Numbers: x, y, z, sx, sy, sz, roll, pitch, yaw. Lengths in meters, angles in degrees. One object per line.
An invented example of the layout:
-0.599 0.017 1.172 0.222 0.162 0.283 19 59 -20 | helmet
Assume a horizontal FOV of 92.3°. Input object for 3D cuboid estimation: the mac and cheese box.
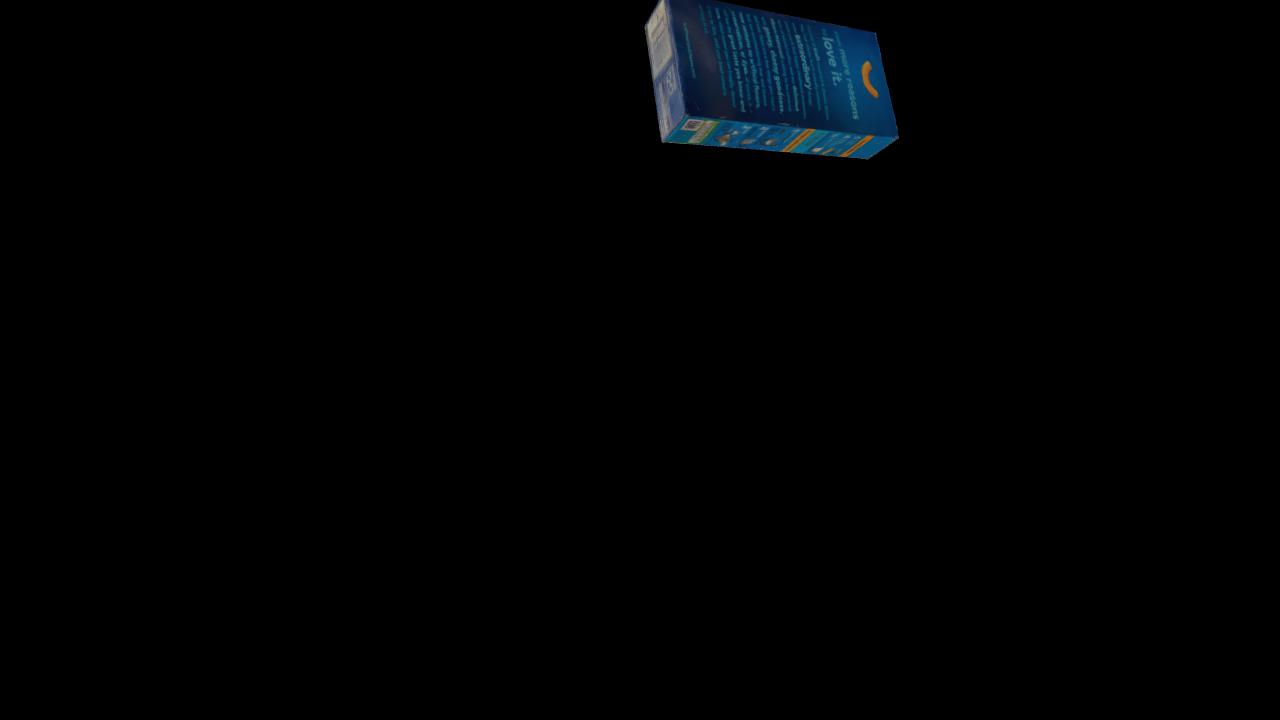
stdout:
0.098 -0.199 0.443 0.184 0.093 0.041 -4 -11 -24 | mac and cheese box
